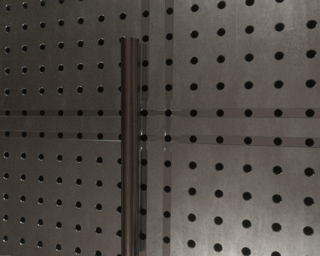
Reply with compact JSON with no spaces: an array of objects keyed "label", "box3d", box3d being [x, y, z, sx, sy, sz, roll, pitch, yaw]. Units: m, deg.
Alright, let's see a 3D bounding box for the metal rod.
[{"label":"metal rod","box3d":[-0.041,0.028,0.425,0.025,0.025,0.298,0,90,19]}]
